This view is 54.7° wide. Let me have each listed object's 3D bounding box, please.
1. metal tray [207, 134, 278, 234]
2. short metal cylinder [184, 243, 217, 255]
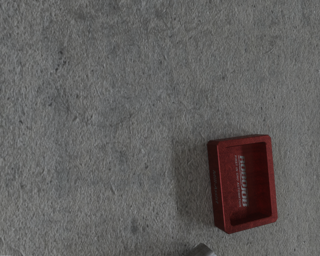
[{"bbox_3d":[0.121,0.078,0.451,0.091,0.030,0.129,-7,92,-20],"label":"metal tray"},{"bbox_3d":[0.058,0.199,0.402,0.050,0.080,0.080,-31,101,-17],"label":"short metal cylinder"}]
